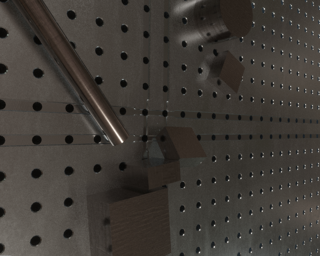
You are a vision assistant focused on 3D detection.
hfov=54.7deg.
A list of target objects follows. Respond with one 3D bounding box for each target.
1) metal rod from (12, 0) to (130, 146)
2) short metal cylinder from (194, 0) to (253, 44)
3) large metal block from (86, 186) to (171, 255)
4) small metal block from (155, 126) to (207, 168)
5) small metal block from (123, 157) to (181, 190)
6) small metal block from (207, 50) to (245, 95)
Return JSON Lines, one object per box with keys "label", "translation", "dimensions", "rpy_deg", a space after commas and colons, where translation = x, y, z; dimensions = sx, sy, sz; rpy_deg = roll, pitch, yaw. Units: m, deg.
{"label": "metal rod", "translation": [-0.117, -0.105, 0.311], "dimensions": [0.025, 0.025, 0.299], "rpy_deg": [-46, 118, -31]}
{"label": "short metal cylinder", "translation": [0.098, -0.175, 0.478], "dimensions": [0.081, 0.050, 0.079], "rpy_deg": [0, 90, -40]}
{"label": "large metal block", "translation": [-0.035, 0.114, 0.365], "dimensions": [0.081, 0.050, 0.079], "rpy_deg": [-6, 94, -40]}
{"label": "small metal block", "translation": [0.029, 0.026, 0.419], "dimensions": [0.050, 0.025, 0.050], "rpy_deg": [2, 52, -40]}
{"label": "small metal block", "translation": [-0.010, 0.055, 0.386], "dimensions": [0.050, 0.050, 0.025], "rpy_deg": [-7, 95, -40]}
{"label": "small metal block", "translation": [0.108, -0.089, 0.502], "dimensions": [0.050, 0.025, 0.050], "rpy_deg": [33, 70, -36]}
